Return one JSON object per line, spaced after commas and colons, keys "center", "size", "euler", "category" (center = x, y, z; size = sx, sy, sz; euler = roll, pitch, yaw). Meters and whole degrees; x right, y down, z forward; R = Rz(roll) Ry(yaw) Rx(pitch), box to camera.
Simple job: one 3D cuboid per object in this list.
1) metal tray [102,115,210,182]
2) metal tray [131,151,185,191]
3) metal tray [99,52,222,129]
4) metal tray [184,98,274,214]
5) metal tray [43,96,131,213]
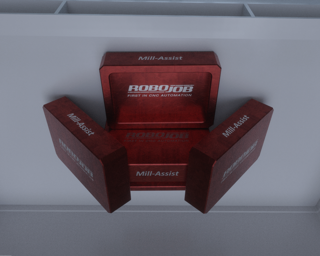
{"center": [-0.004, 0.022, 0.383], "size": [0.131, 0.090, 0.030], "euler": [0, 130, -1], "category": "metal tray"}
{"center": [-0.003, 0.050, 0.444], "size": [0.131, 0.030, 0.089], "euler": [0, 130, -1], "category": "metal tray"}
{"center": [0.001, -0.042, 0.367], "size": [0.131, 0.030, 0.089], "euler": [-1, 131, -1], "category": "metal tray"}
{"center": [0.084, 0.031, 0.374], "size": [0.030, 0.131, 0.089], "euler": [31, 138, 30], "category": "metal tray"}
{"center": [-0.088, 0.030, 0.371], "size": [0.030, 0.130, 0.089], "euler": [-30, 139, -31], "category": "metal tray"}
